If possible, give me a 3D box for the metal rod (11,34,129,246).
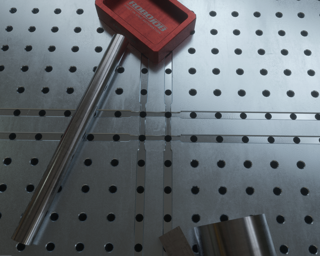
[{"bbox_3d":[-0.110,0.001,0.410,0.025,0.025,0.300,19,71,6],"label":"metal rod"}]

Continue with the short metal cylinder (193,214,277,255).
[{"bbox_3d":[0.081,0.127,0.337,0.081,0.080,0.050,-10,71,-4],"label":"short metal cylinder"}]

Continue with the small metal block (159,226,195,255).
[{"bbox_3d":[0.022,0.140,0.347,0.025,0.050,0.050,-27,73,-8],"label":"small metal block"}]

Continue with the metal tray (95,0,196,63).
[{"bbox_3d":[-0.022,-0.171,0.471,0.130,0.030,0.090,42,75,13],"label":"metal tray"}]
